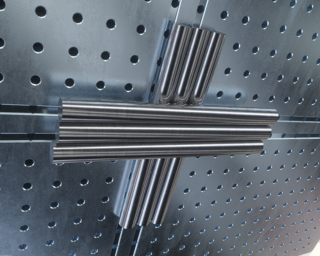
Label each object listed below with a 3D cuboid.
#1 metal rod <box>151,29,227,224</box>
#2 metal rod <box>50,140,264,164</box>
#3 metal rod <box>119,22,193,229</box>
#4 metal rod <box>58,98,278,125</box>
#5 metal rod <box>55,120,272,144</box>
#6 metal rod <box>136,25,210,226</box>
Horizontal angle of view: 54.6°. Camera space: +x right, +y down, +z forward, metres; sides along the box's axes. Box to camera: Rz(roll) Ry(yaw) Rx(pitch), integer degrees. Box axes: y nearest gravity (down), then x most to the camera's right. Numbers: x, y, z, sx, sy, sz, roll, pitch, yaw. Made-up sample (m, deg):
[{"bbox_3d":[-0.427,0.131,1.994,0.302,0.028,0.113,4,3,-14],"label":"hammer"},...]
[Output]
[{"bbox_3d":[0.031,0.015,0.437,0.025,0.025,0.298,2,118,-29],"label":"metal rod"},{"bbox_3d":[0.017,0.026,0.404,0.302,0.025,0.025,0,118,-29],"label":"metal rod"},{"bbox_3d":[-0.013,0.014,0.412,0.025,0.025,0.298,2,118,-29],"label":"metal rod"},{"bbox_3d":[0.032,-0.017,0.385,0.302,0.025,0.025,0,118,-29],"label":"metal rod"},{"bbox_3d":[0.026,0.004,0.395,0.302,0.025,0.025,0,118,-29],"label":"metal rod"},{"bbox_3d":[0.009,0.014,0.424,0.025,0.025,0.298,2,118,-29],"label":"metal rod"}]
